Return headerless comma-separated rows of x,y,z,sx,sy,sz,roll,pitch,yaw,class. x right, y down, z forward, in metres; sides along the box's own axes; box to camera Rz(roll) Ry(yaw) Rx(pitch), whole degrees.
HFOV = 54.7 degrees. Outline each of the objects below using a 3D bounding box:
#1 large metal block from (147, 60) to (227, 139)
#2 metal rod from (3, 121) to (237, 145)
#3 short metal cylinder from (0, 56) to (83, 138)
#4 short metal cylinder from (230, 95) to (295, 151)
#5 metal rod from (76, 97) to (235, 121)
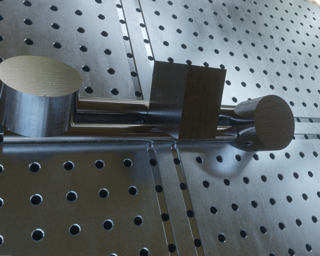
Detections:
0.029,-0.036,0.372,0.050,0.080,0.079,1,103,-28,large metal block
-0.027,0.006,0.389,0.303,0.025,0.025,1,62,-28,metal rod
-0.127,-0.035,0.326,0.081,0.050,0.080,15,34,-10,short metal cylinder
0.151,-0.005,0.460,0.081,0.050,0.080,4,82,-27,short metal cylinder
0.031,-0.024,0.438,0.303,0.025,0.025,1,62,-28,metal rod
